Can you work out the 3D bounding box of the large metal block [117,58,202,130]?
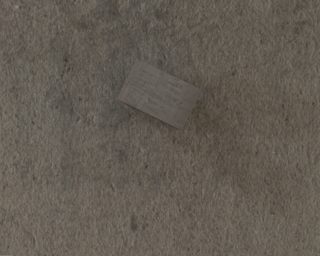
[{"bbox_3d":[0.000,-0.037,0.382,0.080,0.080,0.050,26,90,0],"label":"large metal block"}]
